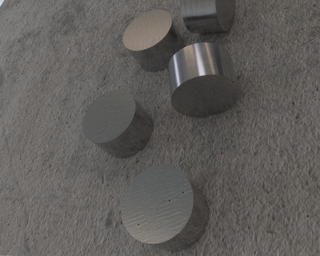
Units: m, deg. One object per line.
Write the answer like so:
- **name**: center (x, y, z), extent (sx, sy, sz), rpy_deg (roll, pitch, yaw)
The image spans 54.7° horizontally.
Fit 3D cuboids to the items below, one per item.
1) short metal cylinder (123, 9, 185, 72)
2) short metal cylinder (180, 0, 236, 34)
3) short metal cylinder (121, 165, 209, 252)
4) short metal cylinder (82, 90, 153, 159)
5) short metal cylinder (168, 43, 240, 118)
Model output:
- **short metal cylinder**: center (-0.009, -0.133, 0.475), extent (0.080, 0.050, 0.080), rpy_deg (-13, 56, 21)
- **short metal cylinder**: center (0.070, -0.177, 0.441), extent (0.050, 0.080, 0.080), rpy_deg (6, 65, 31)
- **short metal cylinder**: center (0.006, 0.086, 0.332), extent (0.080, 0.050, 0.080), rpy_deg (-13, 56, 21)
- **short metal cylinder**: center (-0.056, -0.005, 0.421), extent (0.080, 0.050, 0.080), rpy_deg (-13, 56, 21)
- **short metal cylinder**: center (0.051, -0.056, 0.376), extent (0.080, 0.080, 0.050), rpy_deg (-17, 55, 18)
